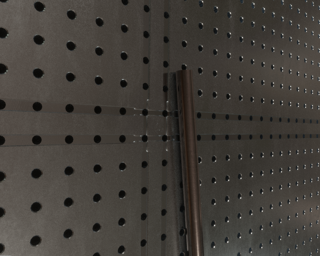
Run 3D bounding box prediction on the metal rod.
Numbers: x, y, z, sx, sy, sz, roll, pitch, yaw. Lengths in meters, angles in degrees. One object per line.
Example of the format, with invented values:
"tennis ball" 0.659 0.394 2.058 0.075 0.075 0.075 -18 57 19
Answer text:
"metal rod" 0.044 0.067 0.448 0.025 0.025 0.298 -7 95 -40
